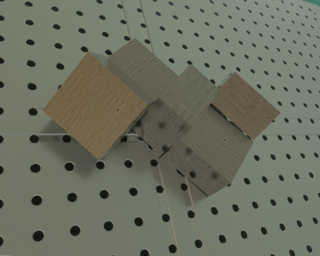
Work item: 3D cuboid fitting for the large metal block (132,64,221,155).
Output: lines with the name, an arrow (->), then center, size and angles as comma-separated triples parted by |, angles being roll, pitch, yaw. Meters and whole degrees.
large metal block -> 0.020, -0.023, 0.396 | 0.050, 0.080, 0.080 | 42, 51, -2

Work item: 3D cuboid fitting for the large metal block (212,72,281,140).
large metal block -> 0.116, -0.034, 0.448 | 0.080, 0.050, 0.080 | 42, 11, 0

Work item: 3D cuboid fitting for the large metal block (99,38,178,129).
large metal block -> -0.035, -0.059, 0.409 | 0.080, 0.050, 0.080 | 42, 52, -1

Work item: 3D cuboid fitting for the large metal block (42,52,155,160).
large metal block -> -0.065, -0.025, 0.344 | 0.080, 0.080, 0.050 | 42, 12, 0

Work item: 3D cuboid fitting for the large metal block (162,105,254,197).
large metal block -> 0.064, 0.028, 0.409 | 0.080, 0.050, 0.080 | 41, 51, 1
